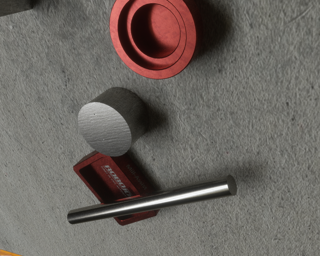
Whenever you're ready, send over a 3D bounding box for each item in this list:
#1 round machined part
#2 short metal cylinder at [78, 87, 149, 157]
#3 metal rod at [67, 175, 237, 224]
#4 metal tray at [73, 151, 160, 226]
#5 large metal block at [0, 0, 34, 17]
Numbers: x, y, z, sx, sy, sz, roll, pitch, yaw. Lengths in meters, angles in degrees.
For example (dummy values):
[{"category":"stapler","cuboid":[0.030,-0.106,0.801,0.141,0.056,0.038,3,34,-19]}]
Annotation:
[{"category":"round machined part","cuboid":[-0.001,-0.105,0.330,0.098,0.042,0.097,13,124,20]},{"category":"short metal cylinder","cuboid":[-0.062,-0.009,0.416,0.080,0.050,0.079,13,124,20]},{"category":"metal rod","cuboid":[-0.032,0.111,0.450,0.300,0.025,0.025,-20,108,33]},{"category":"metal tray","cuboid":[-0.066,0.091,0.492,0.090,0.030,0.130,-29,103,37]},{"category":"large metal block","cuboid":[-0.208,-0.179,0.368,0.080,0.080,0.050,38,129,2]}]
